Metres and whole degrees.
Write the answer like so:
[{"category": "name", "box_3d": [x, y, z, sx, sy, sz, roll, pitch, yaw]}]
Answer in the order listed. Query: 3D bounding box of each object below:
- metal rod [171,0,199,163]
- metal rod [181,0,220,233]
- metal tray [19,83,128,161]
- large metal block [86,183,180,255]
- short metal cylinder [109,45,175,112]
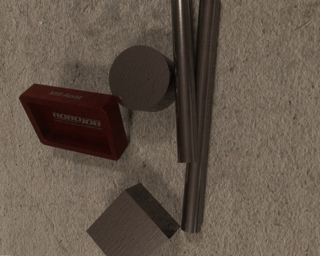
[{"category": "metal rod", "box_3d": [0.028, -0.107, 0.383, 0.025, 0.025, 0.298, -4, 83, 19]}, {"category": "metal rod", "box_3d": [0.051, -0.019, 0.390, 0.025, 0.025, 0.298, 5, 92, 19]}, {"category": "metal tray", "box_3d": [-0.114, -0.008, 0.417, 0.130, 0.030, 0.089, 10, 134, 19]}, {"category": "large metal block", "box_3d": [-0.034, 0.133, 0.407, 0.080, 0.050, 0.080, 45, 104, 14]}, {"category": "short metal cylinder", "box_3d": [-0.018, -0.061, 0.401, 0.080, 0.050, 0.079, 0, 90, 19]}]
